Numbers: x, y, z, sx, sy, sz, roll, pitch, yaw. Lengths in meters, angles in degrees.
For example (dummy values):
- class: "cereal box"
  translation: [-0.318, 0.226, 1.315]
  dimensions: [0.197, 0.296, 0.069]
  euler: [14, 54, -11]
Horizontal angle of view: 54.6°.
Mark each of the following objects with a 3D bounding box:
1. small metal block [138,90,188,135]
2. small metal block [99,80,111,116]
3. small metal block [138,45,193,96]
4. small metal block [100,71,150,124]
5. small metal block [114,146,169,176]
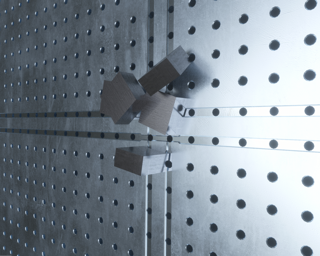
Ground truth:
- class: "small metal block"
  translation: [0.003, -0.023, 0.408]
  dimensions: [0.050, 0.025, 0.050]
  euler: [25, 106, 37]
- class: "small metal block"
  translation: [-0.061, -0.042, 0.461]
  dimensions: [0.050, 0.025, 0.050]
  euler: [16, 100, 39]
- class: "small metal block"
  translation: [0.007, -0.071, 0.385]
  dimensions: [0.050, 0.050, 0.025]
  euler: [-31, 104, 35]
- class: "small metal block"
  translation: [-0.048, -0.040, 0.418]
  dimensions: [0.050, 0.025, 0.050]
  euler: [-46, 63, 30]
- class: "small metal block"
  translation: [-0.025, 0.043, 0.415]
  dimensions: [0.050, 0.050, 0.025]
  euler: [12, 98, 39]
